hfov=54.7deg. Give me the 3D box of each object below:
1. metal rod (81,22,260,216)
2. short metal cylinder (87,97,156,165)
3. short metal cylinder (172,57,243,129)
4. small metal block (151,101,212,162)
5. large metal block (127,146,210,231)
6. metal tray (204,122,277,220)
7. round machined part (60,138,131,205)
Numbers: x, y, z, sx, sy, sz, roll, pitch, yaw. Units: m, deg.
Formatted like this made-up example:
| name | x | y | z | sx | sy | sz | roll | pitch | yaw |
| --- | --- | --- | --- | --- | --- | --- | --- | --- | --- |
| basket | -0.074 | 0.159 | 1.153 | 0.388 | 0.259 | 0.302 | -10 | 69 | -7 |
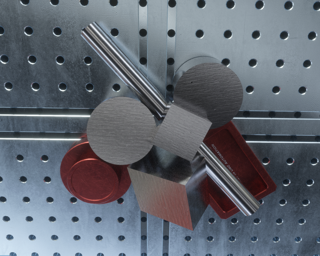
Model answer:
| name | x | y | z | sx | sy | sz | roll | pitch | yaw |
| --- | --- | --- | --- | --- | --- | --- | --- | --- | --- |
| metal rod | 0.017 | -0.007 | 0.381 | 0.025 | 0.025 | 0.300 | -41 | 96 | 13 |
| short metal cylinder | -0.048 | 0.002 | 0.385 | 0.081 | 0.050 | 0.079 | -1 | 94 | -8 |
| short metal cylinder | 0.056 | -0.044 | 0.381 | 0.081 | 0.050 | 0.079 | 0 | 110 | 0 |
| small metal block | 0.023 | 0.003 | 0.354 | 0.050 | 0.025 | 0.050 | 25 | 100 | -9 |
| large metal block | 0.013 | 0.073 | 0.395 | 0.080 | 0.050 | 0.080 | 12 | 131 | 31 |
| metal tray | 0.088 | 0.055 | 0.427 | 0.090 | 0.030 | 0.130 | -35 | 107 | 11 |
| round machined part | -0.087 | 0.064 | 0.422 | 0.099 | 0.042 | 0.097 | 0 | 110 | 0 |
